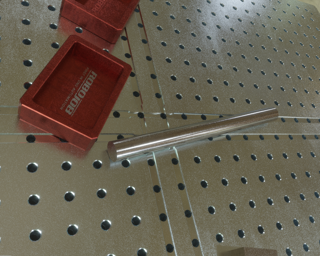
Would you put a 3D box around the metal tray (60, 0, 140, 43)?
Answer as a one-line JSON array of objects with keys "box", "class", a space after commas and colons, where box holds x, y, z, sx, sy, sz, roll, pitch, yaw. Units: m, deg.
[{"box": [-0.085, -0.200, 0.482, 0.090, 0.030, 0.130, 27, 52, -12], "class": "metal tray"}]

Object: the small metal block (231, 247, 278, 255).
[{"box": [0.115, 0.172, 0.368, 0.050, 0.025, 0.050, 13, 56, -21], "class": "small metal block"}]

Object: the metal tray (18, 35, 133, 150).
[{"box": [-0.098, -0.048, 0.381, 0.090, 0.030, 0.130, 28, 52, -11], "class": "metal tray"}]

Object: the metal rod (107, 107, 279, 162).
[{"box": [0.068, 0.002, 0.445, 0.303, 0.025, 0.025, -12, 68, -33], "class": "metal rod"}]
